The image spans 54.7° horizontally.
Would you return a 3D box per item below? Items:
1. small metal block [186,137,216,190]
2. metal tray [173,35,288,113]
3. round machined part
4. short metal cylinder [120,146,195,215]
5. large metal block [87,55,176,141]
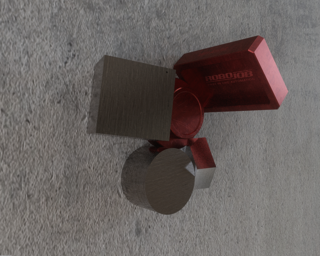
[{"bbox_3d":[0.053,0.049,0.422,0.025,0.050,0.050,-5,139,-10],"label":"small metal block"},{"bbox_3d":[0.090,-0.065,0.414,0.030,0.130,0.090,-52,121,-28],"label":"metal tray"},{"bbox_3d":[0.021,-0.019,0.416,0.099,0.042,0.097,0,90,-40],"label":"round machined part"},{"bbox_3d":[-0.002,0.064,0.391,0.081,0.050,0.079,0,90,-40],"label":"short metal cylinder"},{"bbox_3d":[-0.033,-0.029,0.348,0.081,0.050,0.080,7,85,-23],"label":"large metal block"}]
